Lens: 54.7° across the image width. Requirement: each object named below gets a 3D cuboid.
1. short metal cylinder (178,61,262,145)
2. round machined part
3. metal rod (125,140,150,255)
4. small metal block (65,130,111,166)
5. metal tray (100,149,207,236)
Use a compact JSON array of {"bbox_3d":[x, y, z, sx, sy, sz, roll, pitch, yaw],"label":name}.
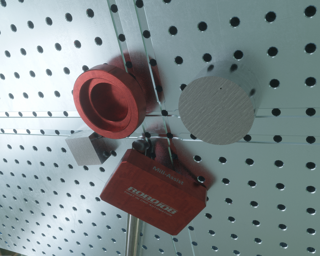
[{"bbox_3d":[0.067,-0.028,0.342,0.080,0.050,0.079,13,124,20],"label":"short metal cylinder"},{"bbox_3d":[-0.061,-0.038,0.408,0.098,0.042,0.097,13,124,21],"label":"round machined part"},{"bbox_3d":[-0.042,0.146,0.522,0.025,0.025,0.298,19,126,17],"label":"metal rod"},{"bbox_3d":[-0.114,0.031,0.488,0.050,0.025,0.050,-7,115,31],"label":"small metal block"},{"bbox_3d":[-0.010,0.095,0.447,0.131,0.030,0.089,29,124,-8],"label":"metal tray"}]
